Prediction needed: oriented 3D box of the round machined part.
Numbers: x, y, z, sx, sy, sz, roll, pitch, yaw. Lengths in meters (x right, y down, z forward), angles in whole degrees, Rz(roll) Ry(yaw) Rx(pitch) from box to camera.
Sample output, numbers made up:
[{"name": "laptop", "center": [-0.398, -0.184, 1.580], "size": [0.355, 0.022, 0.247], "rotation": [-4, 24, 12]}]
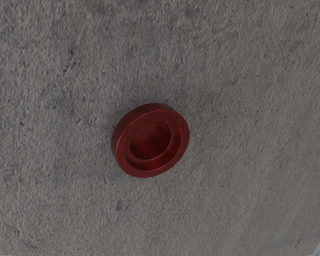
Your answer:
[{"name": "round machined part", "center": [-0.015, 0.012, 0.394], "size": [0.099, 0.042, 0.097], "rotation": [-14, 124, -21]}]
